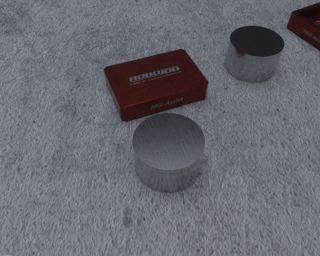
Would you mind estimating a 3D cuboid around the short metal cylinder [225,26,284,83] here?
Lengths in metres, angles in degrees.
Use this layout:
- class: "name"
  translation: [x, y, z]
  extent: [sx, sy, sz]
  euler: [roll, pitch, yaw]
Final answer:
- class: "short metal cylinder"
  translation: [0.146, -0.116, 0.486]
  extent: [0.081, 0.050, 0.080]
  euler: [0, 50, 0]

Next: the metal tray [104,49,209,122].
- class: "metal tray"
  translation: [-0.007, -0.066, 0.456]
  extent: [0.131, 0.030, 0.090]
  euler: [-17, 52, -14]

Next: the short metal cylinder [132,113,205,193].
- class: "short metal cylinder"
  translation: [0.010, 0.029, 0.363]
  extent: [0.081, 0.050, 0.080]
  euler: [0, 50, 0]

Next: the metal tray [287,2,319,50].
- class: "metal tray"
  translation: [0.305, -0.172, 0.546]
  extent: [0.091, 0.030, 0.130]
  euler: [-23, 54, -18]
